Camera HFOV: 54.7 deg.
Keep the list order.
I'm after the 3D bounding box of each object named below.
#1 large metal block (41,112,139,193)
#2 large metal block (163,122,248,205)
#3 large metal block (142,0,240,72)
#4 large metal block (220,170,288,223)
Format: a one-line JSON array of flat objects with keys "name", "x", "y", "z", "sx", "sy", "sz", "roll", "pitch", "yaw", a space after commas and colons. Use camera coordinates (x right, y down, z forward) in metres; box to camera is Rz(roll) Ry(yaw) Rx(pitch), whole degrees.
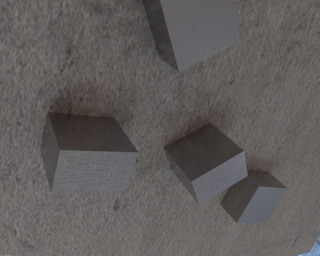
[{"name": "large metal block", "x": -0.081, "y": 0.026, "z": 0.344, "sx": 0.081, "sy": 0.080, "sz": 0.050, "roll": 5, "pitch": 116, "yaw": -31}, {"name": "large metal block", "x": 0.064, "y": 0.047, "z": 0.437, "sx": 0.080, "sy": 0.080, "sz": 0.050, "roll": -28, "pitch": 128, "yaw": -11}, {"name": "large metal block", "x": 0.034, "y": -0.120, "z": 0.337, "sx": 0.080, "sy": 0.050, "sz": 0.080, "roll": -28, "pitch": 128, "yaw": -11}, {"name": "large metal block", "x": 0.171, "y": 0.125, "z": 0.564, "sx": 0.081, "sy": 0.050, "sz": 0.079, "roll": 11, "pitch": 113, "yaw": -33}]
